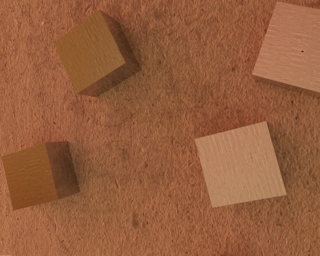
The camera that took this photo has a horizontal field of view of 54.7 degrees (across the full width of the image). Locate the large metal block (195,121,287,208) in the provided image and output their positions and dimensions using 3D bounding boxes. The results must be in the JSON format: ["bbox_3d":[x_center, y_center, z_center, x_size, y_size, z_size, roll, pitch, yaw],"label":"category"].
[{"bbox_3d":[0.094,0.041,0.362,0.080,0.050,0.080,-16,85,19],"label":"large metal block"}]

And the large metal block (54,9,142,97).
[{"bbox_3d":[-0.085,-0.098,0.426,0.080,0.050,0.080,-28,81,17],"label":"large metal block"}]

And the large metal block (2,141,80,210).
[{"bbox_3d":[-0.175,0.069,0.458,0.080,0.050,0.080,-17,85,19],"label":"large metal block"}]

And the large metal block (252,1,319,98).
[{"bbox_3d":[0.156,-0.083,0.341,0.080,0.050,0.080,20,97,19],"label":"large metal block"}]
